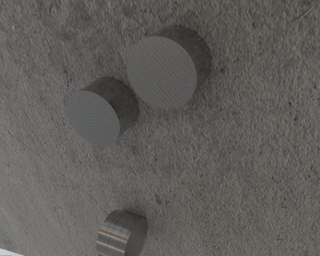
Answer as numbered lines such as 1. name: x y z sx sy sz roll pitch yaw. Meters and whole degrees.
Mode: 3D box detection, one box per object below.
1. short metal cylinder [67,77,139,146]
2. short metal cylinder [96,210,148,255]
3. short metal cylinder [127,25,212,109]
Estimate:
1. short metal cylinder: -0.076 -0.023 0.417 0.080 0.050 0.079 13 124 21
2. short metal cylinder: -0.061 0.183 0.517 0.050 0.080 0.079 12 124 22
3. short metal cylinder: 0.011 -0.068 0.343 0.080 0.050 0.079 13 124 21
